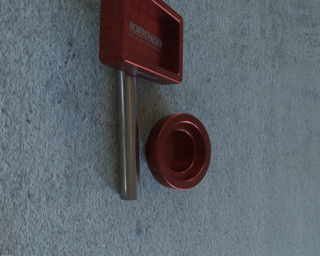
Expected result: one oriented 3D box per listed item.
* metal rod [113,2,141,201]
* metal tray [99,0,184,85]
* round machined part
[{"bbox_3d":[-0.041,-0.064,0.371,0.025,0.025,0.298,-3,92,-40],"label":"metal rod"},{"bbox_3d":[-0.015,-0.106,0.360,0.131,0.030,0.089,7,84,-60],"label":"metal tray"},{"bbox_3d":[0.020,0.030,0.410,0.099,0.042,0.097,3,85,-41],"label":"round machined part"}]
